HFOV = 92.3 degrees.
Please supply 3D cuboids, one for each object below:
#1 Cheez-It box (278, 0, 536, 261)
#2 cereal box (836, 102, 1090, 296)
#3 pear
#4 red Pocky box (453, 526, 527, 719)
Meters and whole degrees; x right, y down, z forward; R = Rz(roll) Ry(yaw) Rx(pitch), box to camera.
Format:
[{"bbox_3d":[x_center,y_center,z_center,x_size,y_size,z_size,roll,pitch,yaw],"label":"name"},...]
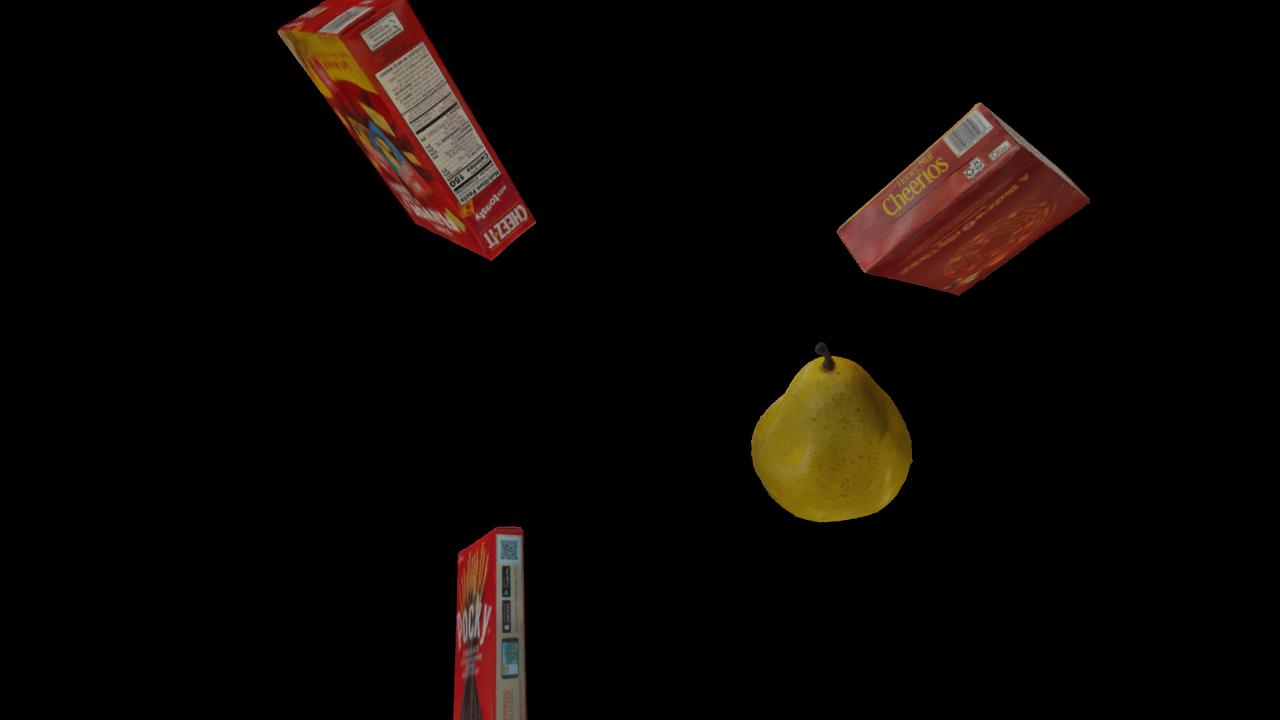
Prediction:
[{"bbox_3d":[-0.211,-0.211,0.574,0.166,0.071,0.223,29,-24,41],"label":"Cheez-It box"},{"bbox_3d":[0.418,-0.183,0.784,0.306,0.081,0.203,0,-34,-43],"label":"cereal box"},{"bbox_3d":[0.097,0.028,0.305,0.080,0.111,0.080,-2,41,2],"label":"pear"},{"bbox_3d":[-0.115,0.213,0.464,0.028,0.155,0.083,12,-35,-31],"label":"red Pocky box"}]
